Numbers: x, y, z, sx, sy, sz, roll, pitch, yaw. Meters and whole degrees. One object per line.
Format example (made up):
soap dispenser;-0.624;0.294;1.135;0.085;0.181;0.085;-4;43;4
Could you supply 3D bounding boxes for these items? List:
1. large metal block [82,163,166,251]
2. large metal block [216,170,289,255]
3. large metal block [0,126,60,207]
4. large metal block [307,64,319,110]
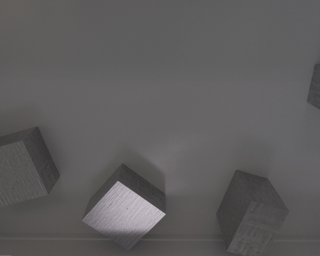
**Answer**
large metal block;-0.049;0.111;0.438;0.080;0.050;0.080;38;106;-13
large metal block;0.122;0.116;0.426;0.050;0.080;0.079;17;109;-6
large metal block;-0.194;0.052;0.415;0.080;0.050;0.080;-15;110;5
large metal block;0.237;-0.043;0.368;0.081;0.080;0.050;2;110;-1
